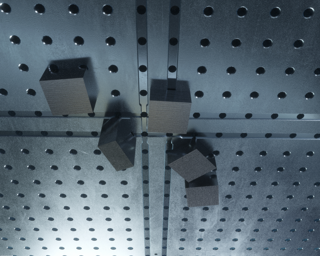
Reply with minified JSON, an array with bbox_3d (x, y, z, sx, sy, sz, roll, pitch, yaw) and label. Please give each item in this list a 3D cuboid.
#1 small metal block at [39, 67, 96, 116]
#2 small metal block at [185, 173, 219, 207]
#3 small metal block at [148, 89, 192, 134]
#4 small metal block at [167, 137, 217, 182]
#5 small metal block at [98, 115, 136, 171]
[{"bbox_3d":[-0.109,-0.044,0.373,0.050,0.025,0.050,-4,130,3],"label":"small metal block"},{"bbox_3d":[0.067,0.100,0.497,0.050,0.025,0.050,-6,130,5],"label":"small metal block"},{"bbox_3d":[0.011,-0.020,0.394,0.050,0.025,0.050,3,130,-3],"label":"small metal block"},{"bbox_3d":[0.046,0.047,0.452,0.050,0.025,0.050,-32,123,24],"label":"small metal block"},{"bbox_3d":[-0.055,0.020,0.412,0.025,0.050,0.050,-18,128,15],"label":"small metal block"}]
